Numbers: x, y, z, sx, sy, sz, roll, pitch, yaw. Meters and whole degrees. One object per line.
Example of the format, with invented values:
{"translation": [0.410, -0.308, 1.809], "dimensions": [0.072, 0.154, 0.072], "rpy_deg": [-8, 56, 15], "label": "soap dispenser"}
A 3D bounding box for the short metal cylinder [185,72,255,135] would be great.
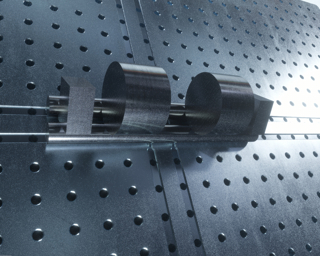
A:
{"translation": [0.075, -0.031, 0.404], "dimensions": [0.050, 0.080, 0.080], "rpy_deg": [1, 62, -28], "label": "short metal cylinder"}

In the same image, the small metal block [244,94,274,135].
{"translation": [0.130, -0.022, 0.446], "dimensions": [0.025, 0.050, 0.050], "rpy_deg": [0, 21, -28], "label": "small metal block"}

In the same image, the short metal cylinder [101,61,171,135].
{"translation": [-0.029, -0.032, 0.348], "dimensions": [0.050, 0.080, 0.080], "rpy_deg": [1, 62, -28], "label": "short metal cylinder"}

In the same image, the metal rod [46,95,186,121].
{"translation": [0.005, -0.023, 0.425], "dimensions": [0.303, 0.025, 0.025], "rpy_deg": [1, 62, -28], "label": "metal rod"}

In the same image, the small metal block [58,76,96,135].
{"translation": [-0.090, -0.025, 0.330], "dimensions": [0.025, 0.050, 0.050], "rpy_deg": [1, 20, -28], "label": "small metal block"}

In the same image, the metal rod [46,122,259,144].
{"translation": [0.010, 0.007, 0.409], "dimensions": [0.303, 0.025, 0.025], "rpy_deg": [1, 62, -28], "label": "metal rod"}
